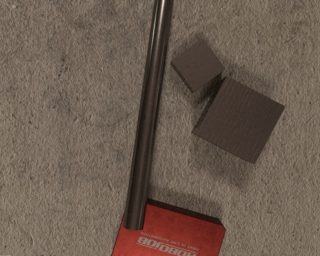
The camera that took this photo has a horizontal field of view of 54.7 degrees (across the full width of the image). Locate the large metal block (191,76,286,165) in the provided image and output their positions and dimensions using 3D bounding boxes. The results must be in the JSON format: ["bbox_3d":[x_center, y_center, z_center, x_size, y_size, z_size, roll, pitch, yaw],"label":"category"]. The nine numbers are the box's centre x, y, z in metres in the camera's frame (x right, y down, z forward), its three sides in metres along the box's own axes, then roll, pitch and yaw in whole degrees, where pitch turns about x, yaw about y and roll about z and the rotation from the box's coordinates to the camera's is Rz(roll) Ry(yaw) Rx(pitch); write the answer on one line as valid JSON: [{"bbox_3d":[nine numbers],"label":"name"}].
[{"bbox_3d":[0.098,-0.010,0.399,0.080,0.050,0.080,28,90,-1],"label":"large metal block"}]

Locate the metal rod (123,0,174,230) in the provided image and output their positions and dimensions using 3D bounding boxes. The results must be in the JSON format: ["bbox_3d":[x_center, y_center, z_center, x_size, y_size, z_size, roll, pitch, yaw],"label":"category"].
[{"bbox_3d":[-0.013,-0.026,0.393,0.025,0.025,0.298,8,83,-1],"label":"metal rod"}]

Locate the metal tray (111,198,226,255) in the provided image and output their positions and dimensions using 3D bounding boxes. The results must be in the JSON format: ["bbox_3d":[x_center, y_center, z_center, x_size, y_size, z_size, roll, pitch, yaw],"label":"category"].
[{"bbox_3d":[0.010,0.150,0.408,0.131,0.030,0.090,16,90,-1],"label":"metal tray"}]

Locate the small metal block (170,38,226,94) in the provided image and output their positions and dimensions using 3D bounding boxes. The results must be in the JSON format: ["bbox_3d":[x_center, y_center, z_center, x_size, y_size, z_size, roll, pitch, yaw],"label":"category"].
[{"bbox_3d":[0.049,-0.082,0.411,0.050,0.025,0.050,-36,90,0],"label":"small metal block"}]
